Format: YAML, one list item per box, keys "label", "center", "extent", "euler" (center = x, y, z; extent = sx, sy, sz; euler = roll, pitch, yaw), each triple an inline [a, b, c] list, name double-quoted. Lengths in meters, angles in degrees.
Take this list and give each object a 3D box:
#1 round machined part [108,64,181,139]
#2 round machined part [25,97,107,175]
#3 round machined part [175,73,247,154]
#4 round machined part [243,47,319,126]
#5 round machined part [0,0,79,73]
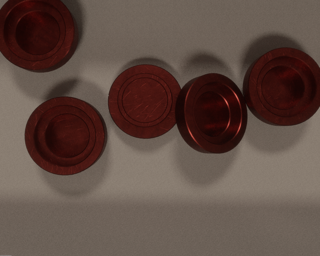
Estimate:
- label: "round machined part"
  center: [-0.019, -0.035, 0.403]
  extent: [0.099, 0.042, 0.097]
  euler: [0, 90, -1]
- label: "round machined part"
  center: [-0.117, 0.010, 0.401]
  extent: [0.099, 0.042, 0.097]
  euler: [0, 90, -1]
- label: "round machined part"
  center: [0.060, -0.017, 0.390]
  extent: [0.099, 0.042, 0.097]
  euler: [3, 85, -30]
- label: "round machined part"
  center: [0.155, -0.051, 0.403]
  extent: [0.099, 0.042, 0.097]
  euler: [0, 89, -4]
- label: "round machined part"
  center: [-0.154, -0.120, 0.401]
  extent: [0.099, 0.042, 0.097]
  euler: [0, 90, -1]
